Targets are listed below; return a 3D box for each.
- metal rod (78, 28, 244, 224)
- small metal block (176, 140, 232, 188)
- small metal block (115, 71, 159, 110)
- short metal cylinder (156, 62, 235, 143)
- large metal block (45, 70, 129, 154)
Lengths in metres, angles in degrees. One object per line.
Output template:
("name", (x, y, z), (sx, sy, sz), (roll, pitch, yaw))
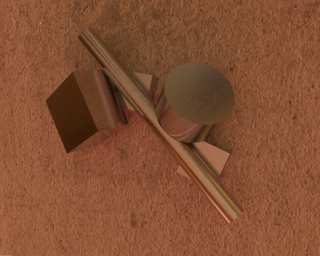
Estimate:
("metal rod", (-0.007, -0.012, 0.385), (0.025, 0.025, 0.300), (-43, 77, 15))
("small metal block", (0.056, 0.043, 0.390), (0.050, 0.025, 0.050), (26, 98, 17))
("small metal block", (-0.034, -0.049, 0.421), (0.050, 0.025, 0.050), (13, 94, 19))
("short metal cylinder", (0.039, -0.029, 0.361), (0.081, 0.050, 0.080), (5, 64, -11))
("large metal block", (-0.099, -0.021, 0.413), (0.080, 0.050, 0.080), (-31, 80, 41))
